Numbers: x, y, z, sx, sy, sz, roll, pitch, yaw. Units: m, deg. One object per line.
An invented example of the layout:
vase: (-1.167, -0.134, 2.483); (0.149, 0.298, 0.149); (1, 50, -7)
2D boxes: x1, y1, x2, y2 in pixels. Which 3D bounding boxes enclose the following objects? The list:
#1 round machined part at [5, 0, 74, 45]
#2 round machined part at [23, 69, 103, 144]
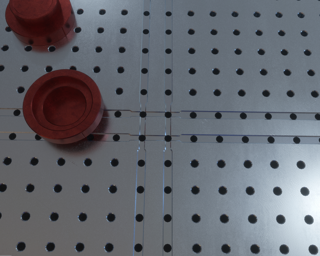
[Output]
round machined part: (-0.183, -0.177, 0.465); (0.099, 0.042, 0.098); (0, 70, -1)
round machined part: (-0.124, -0.025, 0.410); (0.099, 0.042, 0.098); (0, 70, -1)
